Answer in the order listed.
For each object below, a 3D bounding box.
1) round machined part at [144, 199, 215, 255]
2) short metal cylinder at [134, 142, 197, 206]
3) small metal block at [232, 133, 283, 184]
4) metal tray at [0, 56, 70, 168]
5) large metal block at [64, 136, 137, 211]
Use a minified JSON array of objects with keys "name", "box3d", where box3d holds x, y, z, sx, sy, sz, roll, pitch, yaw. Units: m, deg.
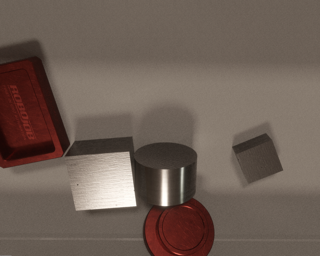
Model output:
[{"name":"round machined part","box3d":[0.028,0.139,0.424,0.099,0.098,0.042,11,153,-5]},{"name":"short metal cylinder","box3d":[0.007,0.057,0.403,0.081,0.080,0.050,0,110,-1]},{"name":"small metal block","box3d":[0.135,0.042,0.429,0.050,0.025,0.050,-24,109,8]},{"name":"metal tray","box3d":[-0.181,-0.018,0.399,0.090,0.030,0.129,-12,110,3]},{"name":"large metal block","box3d":[-0.075,0.061,0.419,0.081,0.050,0.079,-5,110,1]}]
